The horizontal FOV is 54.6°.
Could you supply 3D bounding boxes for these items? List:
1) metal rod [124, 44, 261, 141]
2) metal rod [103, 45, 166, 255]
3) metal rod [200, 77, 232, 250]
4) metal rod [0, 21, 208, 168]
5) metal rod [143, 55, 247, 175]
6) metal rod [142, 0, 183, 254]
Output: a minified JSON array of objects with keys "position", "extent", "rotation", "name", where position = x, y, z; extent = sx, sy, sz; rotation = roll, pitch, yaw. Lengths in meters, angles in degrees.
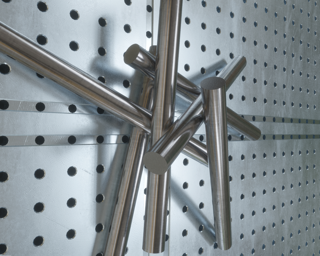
[{"position":[0.068,-0.035,0.443],"extent":[0.301,0.025,0.025],"rotation":[25,74,-44],"name":"metal rod"},{"position":[-0.032,0.042,0.381],"extent":[0.025,0.025,0.299],"rotation":[19,78,-38],"name":"metal rod"},{"position":[0.078,0.070,0.404],"extent":[0.025,0.025,0.299],"rotation":[-41,137,-32],"name":"metal rod"},{"position":[-0.042,-0.023,0.347],"extent":[0.301,0.025,0.025],"rotation":[30,71,-28],"name":"metal rod"},{"position":[0.063,-0.038,0.395],"extent":[0.301,0.025,0.025],"rotation":[-46,119,-50],"name":"metal rod"},{"position":[0.003,-0.014,0.343],"extent":[0.025,0.025,0.298],"rotation":[4,91,-40],"name":"metal rod"}]
